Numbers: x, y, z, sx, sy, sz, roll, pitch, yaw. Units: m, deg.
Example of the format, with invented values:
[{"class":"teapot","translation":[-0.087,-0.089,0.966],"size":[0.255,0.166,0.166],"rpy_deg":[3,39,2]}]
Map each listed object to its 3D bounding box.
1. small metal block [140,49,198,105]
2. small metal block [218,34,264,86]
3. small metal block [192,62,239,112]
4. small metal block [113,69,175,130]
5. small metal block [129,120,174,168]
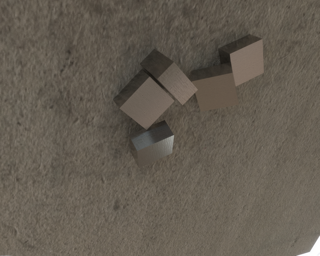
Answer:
[{"class":"small metal block","translation":[0.010,-0.060,0.361],"size":[0.025,0.050,0.050],"rpy_deg":[-46,130,3]},{"class":"small metal block","translation":[0.109,-0.090,0.413],"size":[0.050,0.025,0.050],"rpy_deg":[-27,128,-12]},{"class":"small metal block","translation":[0.072,-0.052,0.401],"size":[0.050,0.025,0.050],"rpy_deg":[-10,130,16]},{"class":"small metal block","translation":[-0.019,-0.034,0.377],"size":[0.050,0.025,0.050],"rpy_deg":[-46,129,4]},{"class":"small metal block","translation":[-0.011,0.022,0.404],"size":[0.050,0.025,0.050],"rpy_deg":[-23,151,-15]}]
